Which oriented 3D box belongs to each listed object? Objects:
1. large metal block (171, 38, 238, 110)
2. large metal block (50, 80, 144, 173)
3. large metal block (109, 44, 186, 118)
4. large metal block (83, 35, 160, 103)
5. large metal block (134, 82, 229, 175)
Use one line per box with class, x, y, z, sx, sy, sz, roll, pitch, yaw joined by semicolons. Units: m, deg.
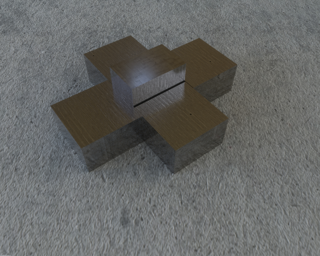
large metal block;0.051;-0.079;0.454;0.081;0.050;0.080;-30;56;-23
large metal block;-0.077;-0.005;0.390;0.081;0.050;0.080;-30;56;-23
large metal block;-0.015;-0.053;0.413;0.081;0.080;0.050;-30;56;-23
large metal block;-0.053;-0.083;0.457;0.081;0.050;0.080;-30;56;-23
large metal block;0.025;-0.002;0.390;0.081;0.050;0.080;-30;56;-23
